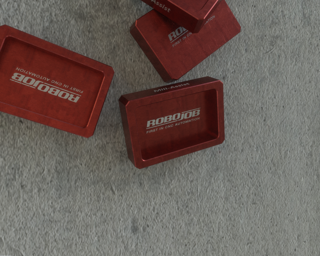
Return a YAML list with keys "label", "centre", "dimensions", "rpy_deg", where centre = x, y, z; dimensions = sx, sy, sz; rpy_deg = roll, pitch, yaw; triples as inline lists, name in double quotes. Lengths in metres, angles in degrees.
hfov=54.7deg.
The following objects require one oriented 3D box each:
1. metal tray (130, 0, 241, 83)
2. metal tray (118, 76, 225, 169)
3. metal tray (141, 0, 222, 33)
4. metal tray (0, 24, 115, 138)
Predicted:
- label: "metal tray"
  centre: [0.037, -0.134, 0.420]
  dimensions: [0.131, 0.030, 0.090]
  rpy_deg: [-39, 103, -16]
- label: "metal tray"
  centre: [0.019, -0.009, 0.398]
  dimensions: [0.131, 0.030, 0.089]
  rpy_deg: [-15, 114, -20]
- label: "metal tray"
  centre: [0.017, -0.189, 0.385]
  dimensions: [0.130, 0.030, 0.090]
  rpy_deg: [34, 73, 3]
- label: "metal tray"
  centre: [-0.129, -0.049, 0.358]
  dimensions: [0.131, 0.030, 0.090]
  rpy_deg: [19, 84, -19]
